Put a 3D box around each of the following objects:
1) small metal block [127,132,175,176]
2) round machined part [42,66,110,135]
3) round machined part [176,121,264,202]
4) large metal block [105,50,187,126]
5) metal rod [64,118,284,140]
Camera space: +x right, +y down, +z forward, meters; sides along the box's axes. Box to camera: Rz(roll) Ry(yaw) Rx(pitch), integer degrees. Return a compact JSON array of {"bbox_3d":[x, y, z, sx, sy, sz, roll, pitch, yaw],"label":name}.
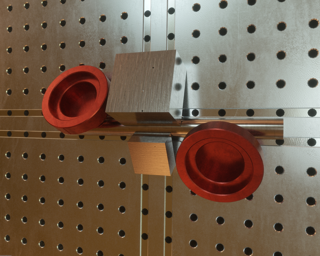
[{"bbox_3d":[-0.010,0.034,0.406,0.050,0.025,0.050,1,119,20],"label":"small metal block"},{"bbox_3d":[-0.108,-0.035,0.428,0.098,0.042,0.098,-8,62,15],"label":"round machined part"},{"bbox_3d":[0.071,0.036,0.365,0.098,0.042,0.097,8,118,16],"label":"round machined part"},{"bbox_3d":[-0.015,-0.049,0.393,0.080,0.050,0.080,1,72,20],"label":"large metal block"},{"bbox_3d":[0.002,0.000,0.412,0.301,0.025,0.025,1,90,19],"label":"metal rod"}]
